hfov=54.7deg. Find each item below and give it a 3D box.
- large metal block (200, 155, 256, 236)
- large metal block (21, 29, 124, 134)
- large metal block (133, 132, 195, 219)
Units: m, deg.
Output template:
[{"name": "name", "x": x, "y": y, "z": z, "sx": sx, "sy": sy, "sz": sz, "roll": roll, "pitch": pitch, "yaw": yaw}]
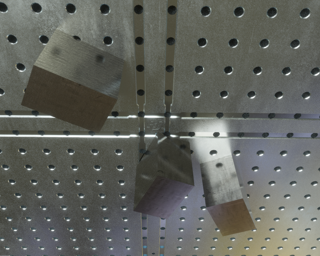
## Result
[{"name": "large metal block", "x": 0.101, "y": 0.101, "z": 0.463, "sx": 0.050, "sy": 0.080, "sz": 0.080, "roll": -19, "pitch": 128, "yaw": 15}, {"name": "large metal block", "x": -0.089, "y": -0.051, "z": 0.331, "sx": 0.080, "sy": 0.080, "sz": 0.050, "roll": 22, "pitch": 127, "yaw": -18}, {"name": "large metal block", "x": 0.003, "y": 0.066, "z": 0.432, "sx": 0.050, "sy": 0.080, "sz": 0.079, "roll": 19, "pitch": 127, "yaw": -16}]
